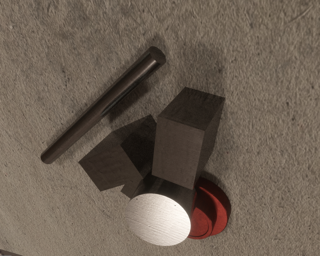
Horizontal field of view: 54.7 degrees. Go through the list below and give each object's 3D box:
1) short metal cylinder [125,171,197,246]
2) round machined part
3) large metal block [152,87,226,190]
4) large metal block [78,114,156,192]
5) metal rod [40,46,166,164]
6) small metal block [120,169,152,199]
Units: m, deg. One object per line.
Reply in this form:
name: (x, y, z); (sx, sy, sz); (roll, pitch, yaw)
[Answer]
short metal cylinder: (0.003, 0.099, 0.389); (0.080, 0.050, 0.079); (7, 117, 13)
round machined part: (0.048, 0.120, 0.443); (0.098, 0.042, 0.097); (13, 124, 20)
large metal block: (0.033, 0.009, 0.358); (0.050, 0.080, 0.079); (18, 126, 17)
large metal block: (-0.046, 0.033, 0.414); (0.080, 0.080, 0.050); (-22, 106, 36)
metal rod: (-0.099, -0.016, 0.446); (0.299, 0.025, 0.025); (-35, 99, 38)
small metal block: (-0.026, 0.069, 0.446); (0.025, 0.050, 0.050); (36, 129, 4)
